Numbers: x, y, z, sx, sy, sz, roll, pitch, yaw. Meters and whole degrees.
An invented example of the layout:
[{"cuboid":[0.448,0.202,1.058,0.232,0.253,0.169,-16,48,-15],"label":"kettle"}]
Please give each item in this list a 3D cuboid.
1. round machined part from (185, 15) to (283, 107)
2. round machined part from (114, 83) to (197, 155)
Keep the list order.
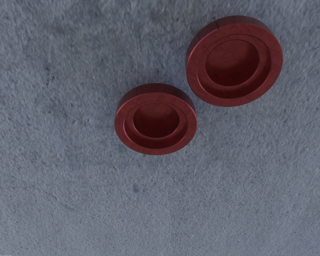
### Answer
[{"cuboid":[0.076,-0.074,0.334,0.099,0.042,0.097,-1,130,0],"label":"round machined part"},{"cuboid":[-0.005,-0.015,0.384,0.099,0.042,0.097,-1,130,0],"label":"round machined part"}]
